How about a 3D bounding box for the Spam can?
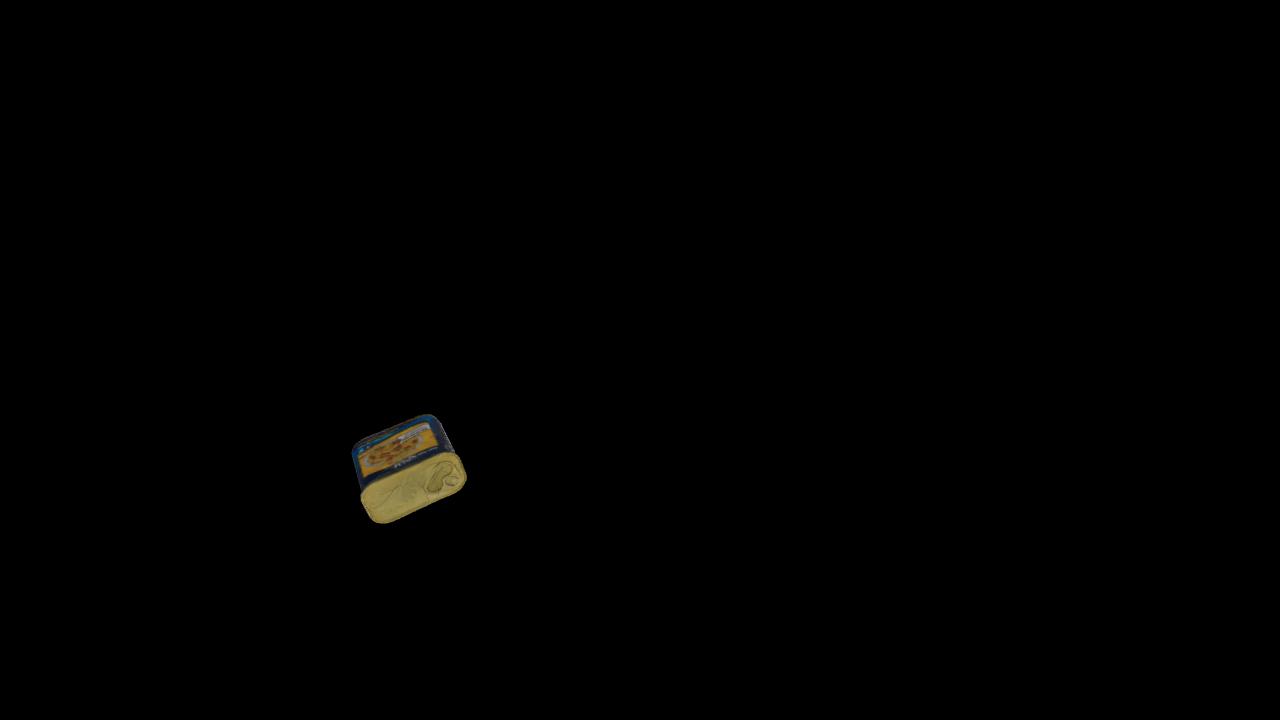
[{"bbox_3d":[-0.249,0.112,0.656,0.101,0.058,0.085,-23,37,-22],"label":"Spam can"}]
